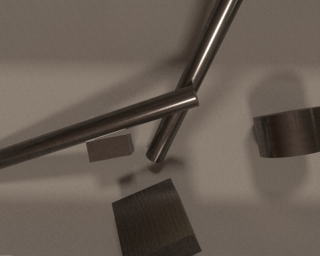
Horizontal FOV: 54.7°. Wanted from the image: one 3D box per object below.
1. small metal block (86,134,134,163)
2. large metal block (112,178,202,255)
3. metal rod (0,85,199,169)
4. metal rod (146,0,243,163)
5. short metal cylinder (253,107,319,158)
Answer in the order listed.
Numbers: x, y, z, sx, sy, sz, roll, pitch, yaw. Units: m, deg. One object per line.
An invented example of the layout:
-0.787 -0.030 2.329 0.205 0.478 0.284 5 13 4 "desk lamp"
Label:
-0.062 0.025 0.398 0.050 0.050 0.025 -11 91 -1 "small metal block"
-0.005 0.120 0.378 0.080 0.080 0.050 -23 135 -1 "large metal block"
-0.100 0.007 0.375 0.301 0.025 0.025 -17 90 13 "metal rod"
0.049 -0.082 0.347 0.025 0.025 0.298 25 117 -1 "metal rod"
0.162 0.005 0.386 0.080 0.080 0.050 -10 90 0 "short metal cylinder"
